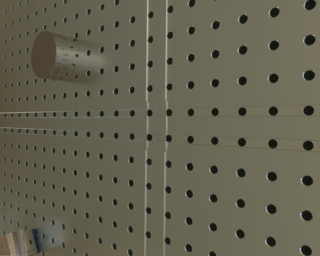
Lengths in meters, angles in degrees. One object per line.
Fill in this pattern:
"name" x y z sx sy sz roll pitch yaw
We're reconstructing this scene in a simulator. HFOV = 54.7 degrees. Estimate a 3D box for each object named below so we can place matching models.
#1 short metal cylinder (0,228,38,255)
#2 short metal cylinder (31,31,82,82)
"short metal cylinder" -0.289 0.237 0.612 0.080 0.081 0.050 -34 69 35
"short metal cylinder" -0.182 -0.124 0.543 0.080 0.050 0.079 0 90 40
